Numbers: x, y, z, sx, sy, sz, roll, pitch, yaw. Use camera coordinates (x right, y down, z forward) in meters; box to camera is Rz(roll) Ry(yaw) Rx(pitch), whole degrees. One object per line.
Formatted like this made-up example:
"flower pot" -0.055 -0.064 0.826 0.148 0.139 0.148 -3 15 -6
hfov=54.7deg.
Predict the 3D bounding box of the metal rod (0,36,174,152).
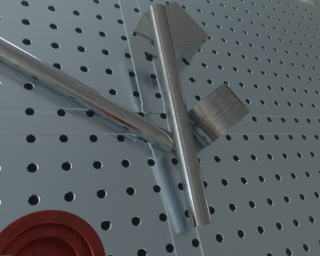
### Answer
"metal rod" -0.113 -0.052 0.379 0.301 0.025 0.025 29 52 -10

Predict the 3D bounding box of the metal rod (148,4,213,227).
"metal rod" 0.021 -0.029 0.399 0.025 0.025 0.299 -1 71 -29

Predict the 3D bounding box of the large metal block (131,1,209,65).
"large metal block" 0.017 -0.145 0.491 0.080 0.050 0.080 48 51 5

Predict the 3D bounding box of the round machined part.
"round machined part" -0.100 0.125 0.268 0.099 0.042 0.098 14 56 -21

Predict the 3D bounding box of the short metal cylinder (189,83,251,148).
"short metal cylinder" 0.076 -0.016 0.426 0.081 0.080 0.050 -34 81 -38
